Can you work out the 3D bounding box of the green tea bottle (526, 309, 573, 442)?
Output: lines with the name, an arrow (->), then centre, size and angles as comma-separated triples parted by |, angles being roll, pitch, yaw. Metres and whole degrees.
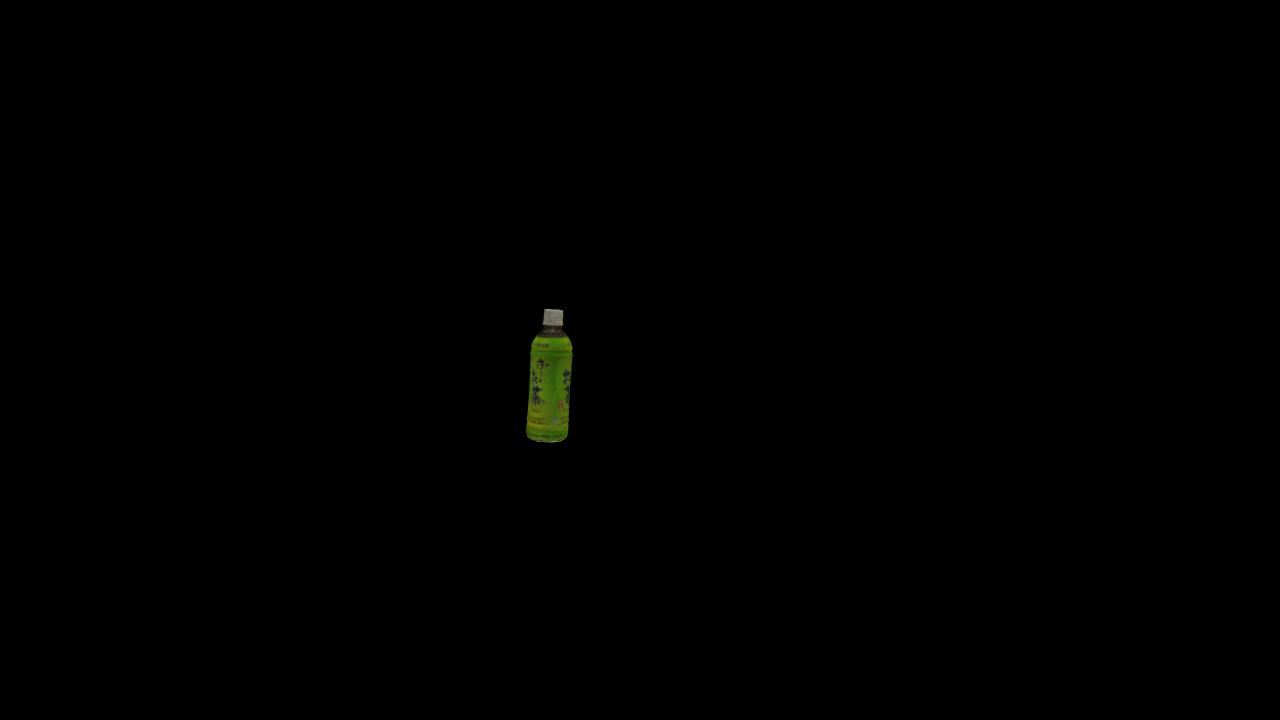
green tea bottle -> -0.146, 0.024, 0.996 | 0.073, 0.212, 0.073 | 2, 7, 0
